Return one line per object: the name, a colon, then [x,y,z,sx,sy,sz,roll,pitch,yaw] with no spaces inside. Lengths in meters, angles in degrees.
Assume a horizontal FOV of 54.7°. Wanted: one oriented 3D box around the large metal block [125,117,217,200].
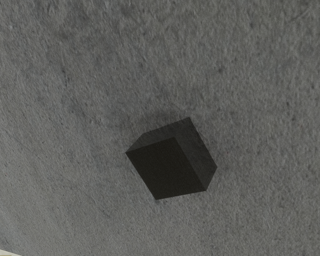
large metal block: [0.016,0.042,0.407,0.080,0.050,0.080,-20,108,35]
